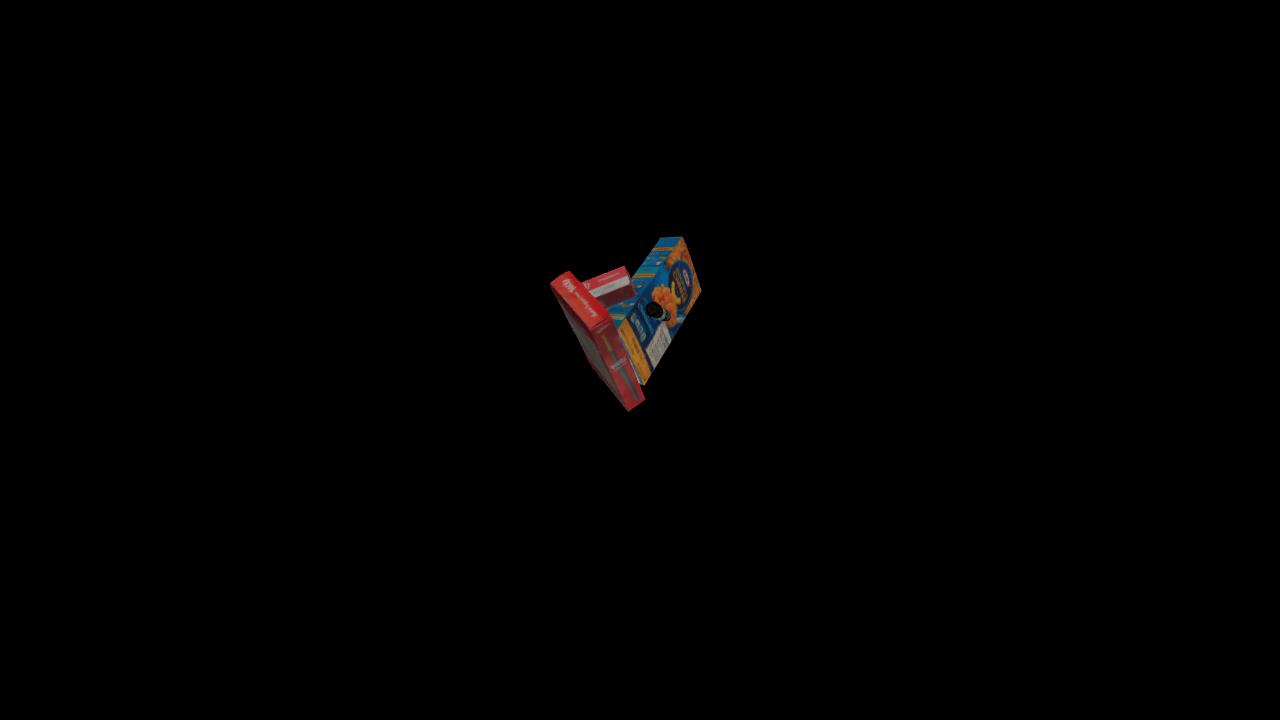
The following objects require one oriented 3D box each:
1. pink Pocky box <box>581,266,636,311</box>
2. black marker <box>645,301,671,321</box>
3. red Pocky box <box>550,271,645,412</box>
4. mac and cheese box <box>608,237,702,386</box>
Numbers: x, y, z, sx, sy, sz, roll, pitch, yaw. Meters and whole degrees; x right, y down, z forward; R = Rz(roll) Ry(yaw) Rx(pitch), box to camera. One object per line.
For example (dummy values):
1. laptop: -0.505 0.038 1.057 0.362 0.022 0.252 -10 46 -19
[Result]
1. pink Pocky box: -0.040 -0.062 0.763 0.084 0.029 0.155 -20 -16 4
2. black marker: 0.028 -0.055 0.761 0.020 0.020 0.121 0 -3 14
3. red Pocky box: -0.041 -0.016 0.640 0.028 0.083 0.155 -34 -36 -9
4. mac and cheese box: 0.016 -0.064 0.768 0.041 0.093 0.184 4 46 34
